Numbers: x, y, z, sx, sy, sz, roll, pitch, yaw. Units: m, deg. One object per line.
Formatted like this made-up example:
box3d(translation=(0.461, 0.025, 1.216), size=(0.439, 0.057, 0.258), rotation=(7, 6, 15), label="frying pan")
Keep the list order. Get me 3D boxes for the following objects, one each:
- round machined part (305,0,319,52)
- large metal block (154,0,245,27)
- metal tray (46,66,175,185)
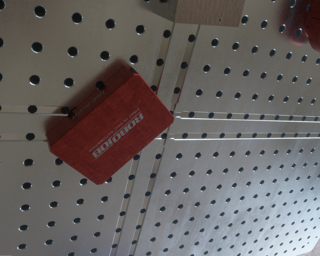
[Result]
box3d(translation=(0.247, -0.155, 0.439), size=(0.099, 0.042, 0.097), rotation=(-14, 124, -21), label="round machined part")
box3d(translation=(0.045, -0.154, 0.324), size=(0.081, 0.050, 0.079), rotation=(-6, 121, -26), label="large metal block")
box3d(translation=(-0.057, 0.000, 0.376), size=(0.130, 0.030, 0.090), rotation=(-41, 130, 0), label="metal tray")
